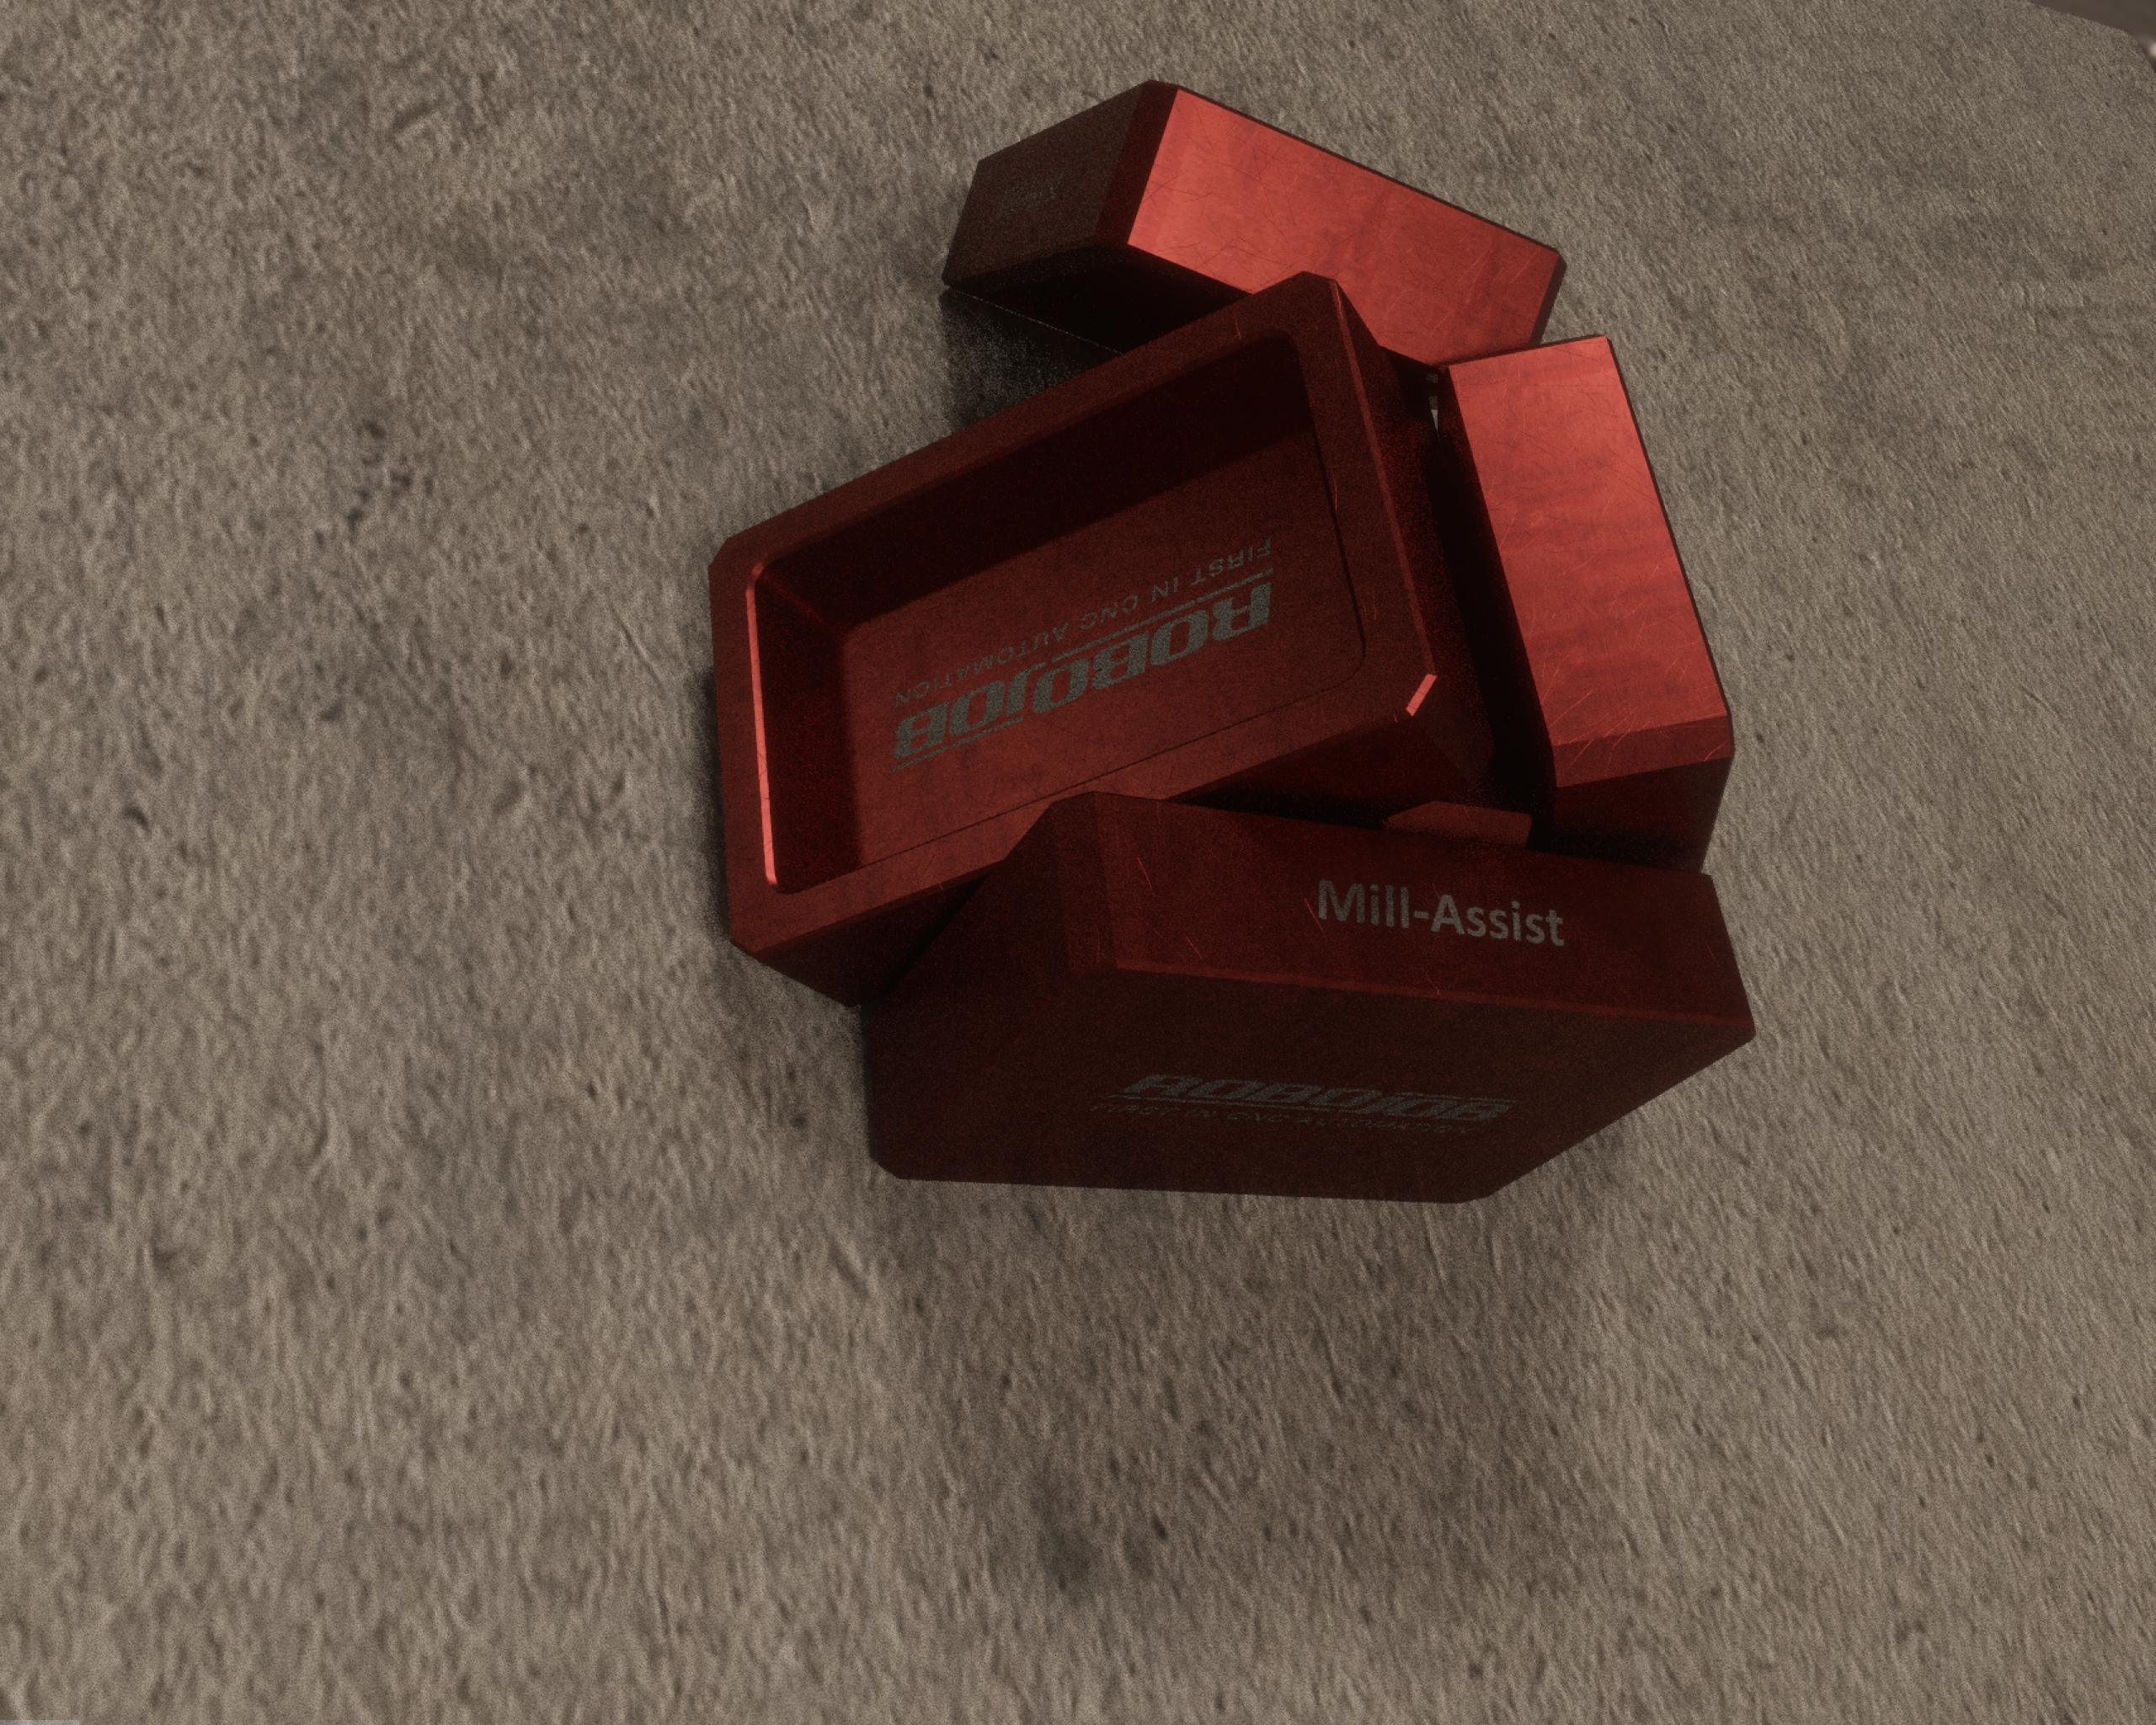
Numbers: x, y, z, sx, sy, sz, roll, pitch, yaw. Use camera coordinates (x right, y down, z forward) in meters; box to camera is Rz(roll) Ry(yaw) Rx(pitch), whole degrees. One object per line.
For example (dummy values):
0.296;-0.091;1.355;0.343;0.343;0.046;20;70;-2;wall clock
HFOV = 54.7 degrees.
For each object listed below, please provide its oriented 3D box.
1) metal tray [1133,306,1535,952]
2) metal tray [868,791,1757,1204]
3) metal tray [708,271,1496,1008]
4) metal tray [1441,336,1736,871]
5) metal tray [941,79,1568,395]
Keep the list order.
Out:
0.039;-0.041;0.410;0.030;0.090;0.130;7;59;-25;metal tray
0.039;0.029;0.368;0.131;0.090;0.030;7;59;-25;metal tray
-0.002;-0.037;0.366;0.030;0.130;0.090;37;38;-54;metal tray
0.094;-0.028;0.411;0.030;0.130;0.090;-10;63;4;metal tray
0.031;-0.125;0.441;0.091;0.130;0.030;16;96;-20;metal tray
